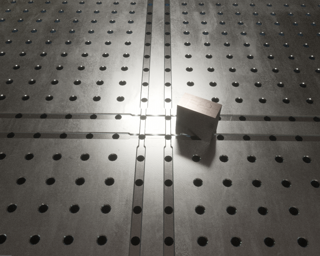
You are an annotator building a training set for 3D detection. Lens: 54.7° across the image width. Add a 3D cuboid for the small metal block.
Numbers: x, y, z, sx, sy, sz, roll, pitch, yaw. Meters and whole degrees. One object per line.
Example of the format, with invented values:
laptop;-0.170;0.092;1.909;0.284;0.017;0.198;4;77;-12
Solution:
small metal block;0.049;-0.013;0.403;0.050;0.050;0.025;21;53;16
